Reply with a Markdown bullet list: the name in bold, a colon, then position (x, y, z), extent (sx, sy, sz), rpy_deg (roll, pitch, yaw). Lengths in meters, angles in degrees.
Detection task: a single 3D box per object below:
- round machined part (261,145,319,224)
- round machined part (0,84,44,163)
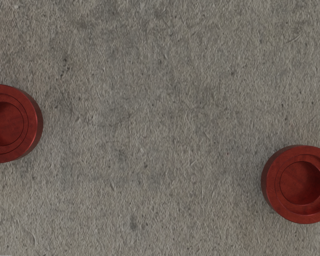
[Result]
- **round machined part**: position (0.180, 0.070, 0.403), extent (0.099, 0.042, 0.097), rpy_deg (0, 90, 0)
- **round machined part**: position (-0.199, -0.005, 0.400), extent (0.099, 0.042, 0.097), rpy_deg (0, 90, 0)
